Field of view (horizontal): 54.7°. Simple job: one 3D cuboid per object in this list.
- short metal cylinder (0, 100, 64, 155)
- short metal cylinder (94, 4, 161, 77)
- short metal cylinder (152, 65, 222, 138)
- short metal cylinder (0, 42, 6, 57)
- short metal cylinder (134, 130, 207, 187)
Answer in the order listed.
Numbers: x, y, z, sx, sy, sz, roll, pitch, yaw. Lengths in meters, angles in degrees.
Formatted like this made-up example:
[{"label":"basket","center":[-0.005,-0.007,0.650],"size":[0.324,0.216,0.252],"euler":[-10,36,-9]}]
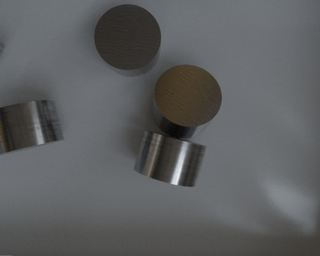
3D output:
[{"label":"short metal cylinder","center":[-0.165,0.000,0.382],"size":[0.080,0.080,0.050],"euler":[-14,90,0]},{"label":"short metal cylinder","center":[-0.039,-0.110,0.398],"size":[0.081,0.050,0.079],"euler":[0,90,-1]},{"label":"short metal cylinder","center":[0.031,-0.032,0.388],"size":[0.081,0.050,0.080],"euler":[2,72,-5]},{"label":"short metal cylinder","center":[-0.242,-0.099,0.381],"size":[0.080,0.080,0.050],"euler":[25,90,-1]},{"label":"short metal cylinder","center":[0.013,0.036,0.384],"size":[0.080,0.080,0.050],"euler":[15,90,-1]}]
